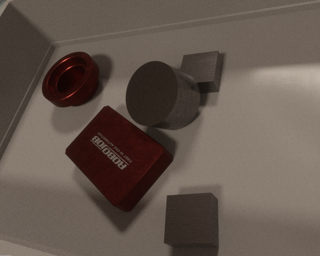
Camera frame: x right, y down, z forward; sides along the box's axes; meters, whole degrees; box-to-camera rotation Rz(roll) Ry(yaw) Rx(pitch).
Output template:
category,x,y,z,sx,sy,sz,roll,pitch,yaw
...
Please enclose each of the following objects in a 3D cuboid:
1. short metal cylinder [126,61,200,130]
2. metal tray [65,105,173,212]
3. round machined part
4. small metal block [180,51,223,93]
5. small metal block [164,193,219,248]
category,x,y,z,sx,sy,sz,roll,pitch,yaw
short metal cylinder,0.003,-0.039,0.393,0.080,0.050,0.080,-6,81,36
metal tray,-0.058,0.035,0.410,0.130,0.030,0.090,35,81,38
round machined part,-0.142,-0.075,0.513,0.098,0.042,0.098,-13,56,20
small metal block,0.055,-0.075,0.422,0.050,0.025,0.050,-1,61,27
small metal block,0.034,0.098,0.327,0.050,0.025,0.050,-9,58,23
